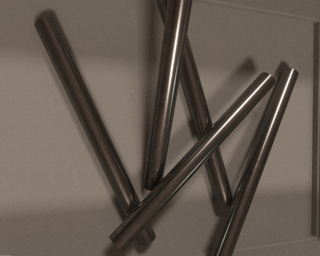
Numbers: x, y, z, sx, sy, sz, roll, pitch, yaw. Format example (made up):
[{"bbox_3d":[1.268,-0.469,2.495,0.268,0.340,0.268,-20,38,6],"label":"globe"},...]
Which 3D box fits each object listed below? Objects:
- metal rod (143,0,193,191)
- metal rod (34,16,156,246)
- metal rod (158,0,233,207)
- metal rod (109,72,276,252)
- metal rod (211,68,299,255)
[{"bbox_3d":[0.010,-0.058,0.350,0.025,0.025,0.298,-1,116,-20],"label":"metal rod"},{"bbox_3d":[-0.076,0.011,0.383,0.025,0.025,0.299,-26,99,-18],"label":"metal rod"},{"bbox_3d":[0.052,-0.033,0.431,0.025,0.025,0.298,-19,97,-19],"label":"metal rod"},{"bbox_3d":[0.051,0.034,0.403,0.301,0.025,0.025,-45,105,-15],"label":"metal rod"},{"bbox_3d":[0.142,0.042,0.447,0.025,0.025,0.300,31,73,-18],"label":"metal rod"}]
